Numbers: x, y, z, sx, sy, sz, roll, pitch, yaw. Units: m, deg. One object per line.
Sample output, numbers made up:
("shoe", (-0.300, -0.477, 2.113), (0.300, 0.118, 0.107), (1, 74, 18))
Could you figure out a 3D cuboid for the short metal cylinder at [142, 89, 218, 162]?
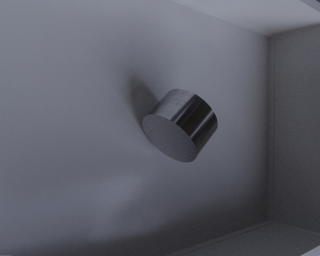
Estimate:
("short metal cylinder", (0.025, -0.002, 0.390), (0.050, 0.080, 0.080), (-49, 120, -29))
